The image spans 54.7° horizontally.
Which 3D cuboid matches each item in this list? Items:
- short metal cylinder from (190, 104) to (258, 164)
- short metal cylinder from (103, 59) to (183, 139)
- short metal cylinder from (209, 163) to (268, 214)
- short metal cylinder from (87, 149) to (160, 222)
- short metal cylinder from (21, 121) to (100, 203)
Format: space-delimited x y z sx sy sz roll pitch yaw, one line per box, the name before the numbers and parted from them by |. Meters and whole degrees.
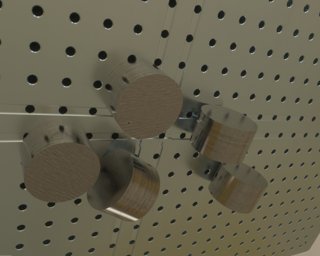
short metal cylinder | 0.087 0.007 0.430 0.081 0.080 0.050 3 117 -30
short metal cylinder | -0.021 -0.034 0.364 0.081 0.050 0.079 -14 125 -21
short metal cylinder | 0.126 0.093 0.505 0.081 0.080 0.050 10 113 -33
short metal cylinder | -0.047 0.073 0.397 0.080 0.080 0.050 -48 129 5
short metal cylinder | -0.115 0.038 0.357 0.081 0.050 0.079 -14 124 -21
